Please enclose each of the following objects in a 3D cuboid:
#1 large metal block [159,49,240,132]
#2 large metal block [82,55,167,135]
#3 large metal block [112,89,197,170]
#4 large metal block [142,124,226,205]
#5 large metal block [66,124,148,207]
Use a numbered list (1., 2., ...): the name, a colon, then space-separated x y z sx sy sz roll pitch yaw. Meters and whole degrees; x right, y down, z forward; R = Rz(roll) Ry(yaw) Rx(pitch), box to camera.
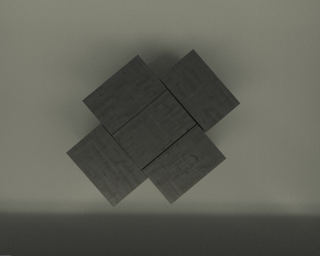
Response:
1. large metal block: 0.044 -0.042 0.384 0.050 0.080 0.080 -41 91 0
2. large metal block: -0.039 -0.037 0.382 0.080 0.080 0.050 -40 90 0
3. large metal block: -0.006 0.001 0.383 0.080 0.080 0.050 -40 90 0
4. large metal block: 0.027 0.040 0.384 0.080 0.080 0.050 -40 90 0
5. large metal block: -0.059 0.041 0.382 0.050 0.080 0.080 -41 91 0
